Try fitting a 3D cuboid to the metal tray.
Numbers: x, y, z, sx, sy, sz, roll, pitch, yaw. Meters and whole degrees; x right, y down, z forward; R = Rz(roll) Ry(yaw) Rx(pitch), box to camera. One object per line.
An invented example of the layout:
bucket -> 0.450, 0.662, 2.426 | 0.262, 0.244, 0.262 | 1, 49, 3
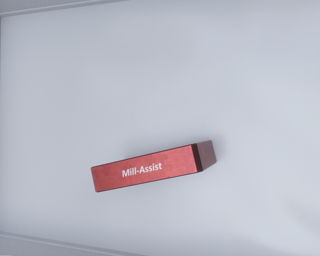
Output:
metal tray -> -0.005, 0.045, 0.377 | 0.130, 0.090, 0.030 | -14, 85, 19
